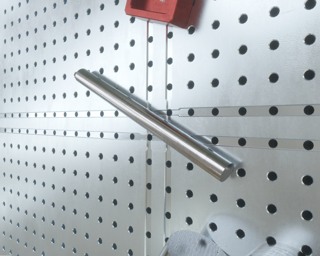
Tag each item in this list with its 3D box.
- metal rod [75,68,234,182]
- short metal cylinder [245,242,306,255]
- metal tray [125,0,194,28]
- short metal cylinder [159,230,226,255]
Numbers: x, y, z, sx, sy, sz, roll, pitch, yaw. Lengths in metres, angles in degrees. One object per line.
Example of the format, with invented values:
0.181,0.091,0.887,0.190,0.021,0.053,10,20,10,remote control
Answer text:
-0.028,-0.019,0.432,0.300,0.025,0.025,34,111,34,metal rod
0.111,0.159,0.302,0.080,0.050,0.080,0,90,40,short metal cylinder
0.009,-0.203,0.398,0.090,0.030,0.129,26,106,37,metal tray
0.034,0.162,0.345,0.080,0.081,0.050,40,114,33,short metal cylinder
